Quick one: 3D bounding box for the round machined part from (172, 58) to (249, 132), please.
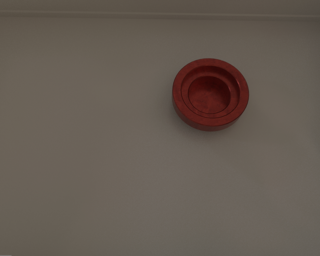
[{"bbox_3d":[0.065,-0.041,0.416,0.099,0.042,0.098,0,70,-1],"label":"round machined part"}]
